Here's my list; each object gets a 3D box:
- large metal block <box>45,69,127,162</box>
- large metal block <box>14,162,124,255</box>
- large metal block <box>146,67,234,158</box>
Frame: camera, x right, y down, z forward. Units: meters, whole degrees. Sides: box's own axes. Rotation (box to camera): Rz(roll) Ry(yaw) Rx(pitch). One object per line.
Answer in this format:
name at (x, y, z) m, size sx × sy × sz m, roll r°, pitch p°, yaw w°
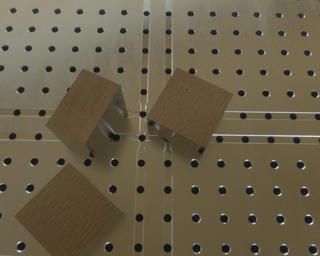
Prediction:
large metal block at (-0.086, -0.013, 0.386) m, size 0.050 × 0.080 × 0.080 m, roll 25°, pitch 72°, yaw 8°
large metal block at (-0.101, 0.101, 0.360) m, size 0.080 × 0.050 × 0.080 m, roll 40°, pitch 74°, yaw 13°
large metal block at (0.038, -0.020, 0.406) m, size 0.080 × 0.050 × 0.080 m, roll 27°, pitch 72°, yaw 9°
